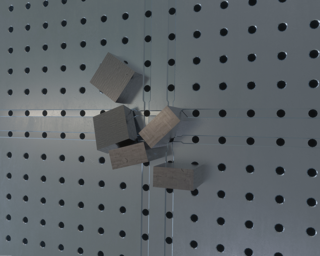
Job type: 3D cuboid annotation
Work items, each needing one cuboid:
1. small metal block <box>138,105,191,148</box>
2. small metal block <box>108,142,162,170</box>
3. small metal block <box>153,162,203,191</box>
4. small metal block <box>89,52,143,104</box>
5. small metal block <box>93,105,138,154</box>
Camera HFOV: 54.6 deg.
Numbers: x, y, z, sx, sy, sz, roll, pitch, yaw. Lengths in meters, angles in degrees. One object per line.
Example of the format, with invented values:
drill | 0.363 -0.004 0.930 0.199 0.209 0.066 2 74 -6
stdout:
small metal block | 0.007 -0.001 0.397 0.050 0.050 0.025 -44 76 15
small metal block | -0.032 0.035 0.411 0.050 0.050 0.025 -15 86 19
small metal block | 0.024 0.060 0.391 0.050 0.050 0.025 2 91 20
small metal block | -0.062 -0.070 0.435 0.050 0.025 0.050 38 102 16
small metal block | -0.062 0.002 0.428 0.050 0.025 0.050 -20 67 19
